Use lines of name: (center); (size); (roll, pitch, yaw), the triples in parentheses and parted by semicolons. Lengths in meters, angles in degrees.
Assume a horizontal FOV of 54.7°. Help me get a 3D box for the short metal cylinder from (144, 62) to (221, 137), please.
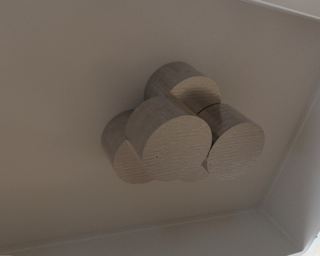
short metal cylinder: (0.027, -0.035, 0.384); (0.081, 0.050, 0.079); (-14, 124, -21)

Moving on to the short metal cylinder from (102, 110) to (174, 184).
short metal cylinder: (-0.027, 0.024, 0.390); (0.081, 0.050, 0.079); (-14, 124, -21)

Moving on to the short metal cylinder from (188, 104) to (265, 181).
short metal cylinder: (0.079, 0.017, 0.378); (0.081, 0.050, 0.079); (-14, 124, -21)

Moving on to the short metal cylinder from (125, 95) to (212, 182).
short metal cylinder: (0.009, 0.011, 0.337); (0.081, 0.050, 0.079); (-14, 124, -21)

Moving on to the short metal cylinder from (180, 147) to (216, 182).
short metal cylinder: (0.044, 0.028, 0.431); (0.081, 0.050, 0.079); (-14, 124, -21)
